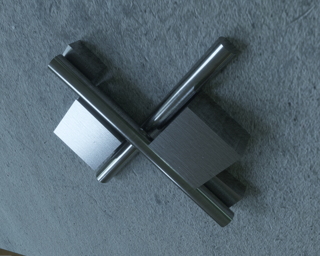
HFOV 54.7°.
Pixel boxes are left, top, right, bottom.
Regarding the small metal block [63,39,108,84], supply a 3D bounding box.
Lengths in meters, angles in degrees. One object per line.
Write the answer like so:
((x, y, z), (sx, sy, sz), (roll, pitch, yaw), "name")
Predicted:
((-0.106, -0.080, 0.416), (0.050, 0.025, 0.050), (44, 129, -3), "small metal block")

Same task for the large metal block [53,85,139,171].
((-0.090, 0.001, 0.438), (0.080, 0.050, 0.080), (45, 129, -3), "large metal block")

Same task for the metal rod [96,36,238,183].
((-0.011, -0.003, 0.413), (0.025, 0.025, 0.298), (43, 129, -2), "metal rod")

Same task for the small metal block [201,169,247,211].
((0.079, 0.083, 0.419), (0.050, 0.025, 0.050), (40, 129, 1), "small metal block")

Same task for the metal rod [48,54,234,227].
((-0.023, 0.017, 0.398), (0.300, 0.025, 0.025), (43, 129, -2), "metal rod")

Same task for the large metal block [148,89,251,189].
((0.047, 0.015, 0.376), (0.080, 0.050, 0.080), (43, 129, -2), "large metal block")
